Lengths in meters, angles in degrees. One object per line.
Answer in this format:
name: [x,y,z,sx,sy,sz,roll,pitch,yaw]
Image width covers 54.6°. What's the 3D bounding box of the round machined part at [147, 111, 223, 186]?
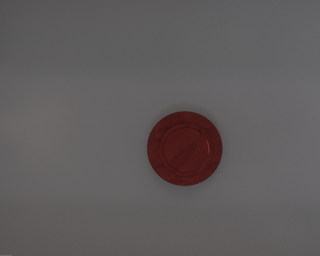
round machined part: [0.032,0.027,0.403,0.099,0.042,0.097,0,90,0]
